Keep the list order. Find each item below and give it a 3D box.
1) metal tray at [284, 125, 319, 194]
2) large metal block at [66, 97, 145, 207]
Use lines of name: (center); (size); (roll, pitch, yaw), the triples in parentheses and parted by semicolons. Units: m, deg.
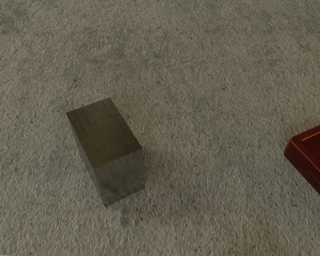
metal tray: (0.223, 0.051, 0.359); (0.091, 0.030, 0.130); (-20, 53, -17)
large metal block: (-0.058, 0.027, 0.344); (0.050, 0.080, 0.080); (-23, 54, -18)
